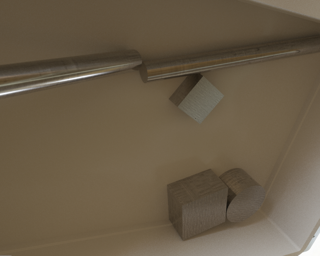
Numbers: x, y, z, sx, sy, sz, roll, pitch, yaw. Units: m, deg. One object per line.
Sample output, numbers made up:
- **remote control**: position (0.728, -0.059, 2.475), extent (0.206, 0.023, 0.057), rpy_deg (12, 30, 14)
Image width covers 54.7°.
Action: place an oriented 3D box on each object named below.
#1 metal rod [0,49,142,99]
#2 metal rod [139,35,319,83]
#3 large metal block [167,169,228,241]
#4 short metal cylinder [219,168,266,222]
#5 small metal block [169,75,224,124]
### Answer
- **metal rod**: position (-0.118, -0.035, 0.234), extent (0.302, 0.025, 0.025), rpy_deg (-25, 134, -50)
- **metal rod**: position (0.117, -0.097, 0.413), extent (0.303, 0.025, 0.025), rpy_deg (-14, 124, -22)
- **large metal block**: position (0.060, 0.123, 0.504), extent (0.081, 0.050, 0.079), rpy_deg (-17, 125, -19)
- **short metal cylinder**: position (0.135, 0.117, 0.542), extent (0.081, 0.050, 0.079), rpy_deg (-14, 125, -21)
- **small metal block**: position (0.049, -0.041, 0.412), extent (0.050, 0.025, 0.050), rpy_deg (34, 99, -39)
